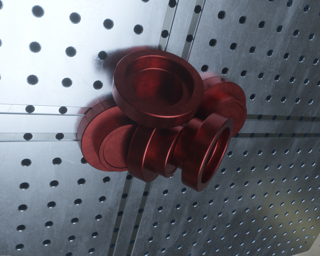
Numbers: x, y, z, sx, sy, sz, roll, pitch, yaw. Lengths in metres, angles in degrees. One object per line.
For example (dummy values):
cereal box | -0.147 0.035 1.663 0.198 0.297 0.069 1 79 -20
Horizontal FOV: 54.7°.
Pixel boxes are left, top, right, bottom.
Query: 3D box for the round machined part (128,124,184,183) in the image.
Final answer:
round machined part | 0.004 0.023 0.388 0.098 0.042 0.097 -52 153 -39

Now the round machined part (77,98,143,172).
round machined part | -0.049 0.015 0.384 0.099 0.042 0.097 -14 125 -21

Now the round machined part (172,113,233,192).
round machined part | 0.050 0.026 0.383 0.098 0.042 0.097 -47 151 -37

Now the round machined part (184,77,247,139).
round machined part | 0.082 -0.019 0.435 0.099 0.042 0.097 -14 125 -21

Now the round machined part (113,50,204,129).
round machined part | -0.004 -0.039 0.346 0.099 0.098 0.042 -12 149 -22
